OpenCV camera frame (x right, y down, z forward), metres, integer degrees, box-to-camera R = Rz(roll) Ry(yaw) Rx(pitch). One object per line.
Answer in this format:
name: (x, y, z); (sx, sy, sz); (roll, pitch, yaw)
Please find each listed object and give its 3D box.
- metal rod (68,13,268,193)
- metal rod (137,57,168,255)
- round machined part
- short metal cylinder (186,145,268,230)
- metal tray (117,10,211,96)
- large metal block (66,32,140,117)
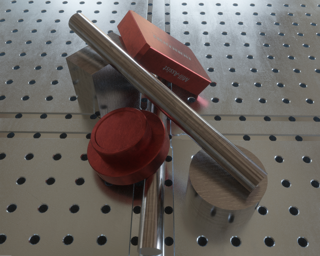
metal rod: (-0.007, -0.043, 0.352); (0.025, 0.025, 0.300); (-36, 67, -26)
metal rod: (-0.004, 0.007, 0.401); (0.025, 0.025, 0.300); (2, 50, 1)
round machined part: (-0.041, 0.014, 0.364); (0.098, 0.042, 0.098); (-11, 49, 13)
short metal cylinder: (0.070, 0.063, 0.340); (0.081, 0.050, 0.080); (0, 50, 0)
metal tray: (0.008, -0.104, 0.441); (0.131, 0.030, 0.090); (20, 35, -41)
large metal block: (-0.075, -0.074, 0.434); (0.050, 0.080, 0.080); (34, 58, 25)
